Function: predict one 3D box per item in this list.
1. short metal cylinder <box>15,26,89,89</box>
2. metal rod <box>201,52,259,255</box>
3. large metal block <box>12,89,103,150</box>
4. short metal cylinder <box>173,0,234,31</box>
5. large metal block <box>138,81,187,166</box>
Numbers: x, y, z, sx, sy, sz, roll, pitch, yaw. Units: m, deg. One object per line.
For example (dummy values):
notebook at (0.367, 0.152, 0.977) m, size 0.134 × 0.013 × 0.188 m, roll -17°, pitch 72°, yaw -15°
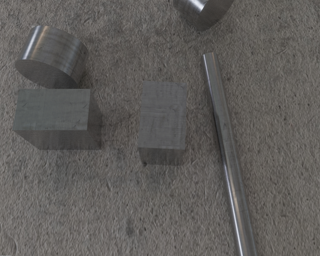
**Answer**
short metal cylinder at (-0.141, -0.089, 0.410) m, size 0.080 × 0.080 × 0.050 m, roll 12°, pitch 71°, yaw 4°
metal rod at (0.088, 0.038, 0.394) m, size 0.025 × 0.025 × 0.299 m, roll -6°, pitch 70°, yaw -2°
large metal block at (-0.119, -0.008, 0.381) m, size 0.081 × 0.080 × 0.050 m, roll 0°, pitch 70°, yaw 0°
short metal cylinder at (0.066, -0.190, 0.449) m, size 0.080 × 0.080 × 0.050 m, roll -39°, pitch 75°, yaw -13°
large metal block at (0.004, -0.002, 0.380) m, size 0.050 × 0.080 × 0.080 m, roll 3°, pitch 70°, yaw 1°
